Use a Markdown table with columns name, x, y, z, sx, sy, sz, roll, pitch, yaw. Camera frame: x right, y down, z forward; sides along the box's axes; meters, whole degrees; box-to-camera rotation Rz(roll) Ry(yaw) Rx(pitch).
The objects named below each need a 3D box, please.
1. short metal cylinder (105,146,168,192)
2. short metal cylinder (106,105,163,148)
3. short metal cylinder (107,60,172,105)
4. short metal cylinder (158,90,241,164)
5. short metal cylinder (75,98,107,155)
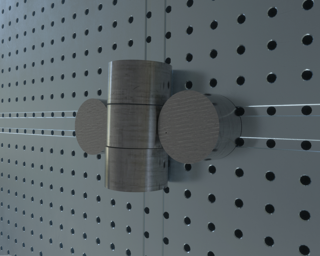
| name | x | y | z | sx | sy | sz | roll | pitch | yaw |
| --- | --- | --- | --- | --- | --- | --- | --- | --- | --- |
| short metal cylinder | -0.030 | 0.048 | 0.395 | 0.080 | 0.081 | 0.050 | 2 | 91 | 39 |
| short metal cylinder | -0.027 | -0.003 | 0.393 | 0.080 | 0.081 | 0.050 | 3 | 92 | 39 |
| short metal cylinder | -0.026 | -0.054 | 0.392 | 0.080 | 0.081 | 0.050 | 4 | 92 | 39 |
| short metal cylinder | 0.044 | -0.001 | 0.354 | 0.080 | 0.050 | 0.079 | 0 | 90 | 39 |
| short metal cylinder | -0.080 | -0.002 | 0.456 | 0.080 | 0.050 | 0.079 | 0 | 90 | 39 |
